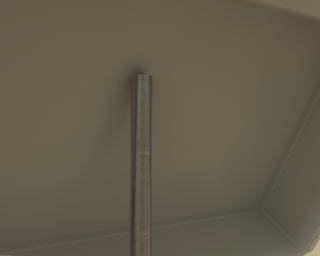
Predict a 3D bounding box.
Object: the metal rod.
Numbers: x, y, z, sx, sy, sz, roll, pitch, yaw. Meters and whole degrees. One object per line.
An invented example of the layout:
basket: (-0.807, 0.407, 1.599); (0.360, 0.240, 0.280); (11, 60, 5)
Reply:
metal rod: (-0.023, 0.088, 0.369); (0.025, 0.025, 0.298); (-1, 93, -28)
